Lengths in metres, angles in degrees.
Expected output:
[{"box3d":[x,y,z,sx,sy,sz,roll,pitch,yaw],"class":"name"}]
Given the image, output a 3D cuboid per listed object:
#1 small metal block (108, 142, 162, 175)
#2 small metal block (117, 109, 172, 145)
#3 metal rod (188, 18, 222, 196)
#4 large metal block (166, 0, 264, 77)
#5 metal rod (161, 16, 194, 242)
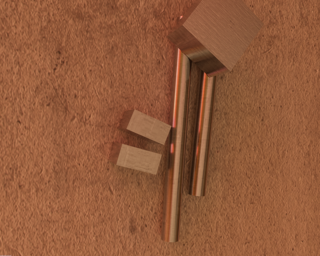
[{"box3d":[-0.032,0.037,0.385,0.050,0.050,0.025,17,84,-20],"class":"small metal block"},{"box3d":[-0.021,-0.001,0.389,0.050,0.050,0.025,24,82,-19],"class":"small metal block"},{"box3d":[0.066,-0.056,0.434,0.025,0.025,0.298,7,88,-20],"class":"metal rod"},{"box3d":[0.070,-0.124,0.395,0.080,0.050,0.080,40,77,-16],"class":"large metal block"},{"box3d":[0.024,0.000,0.419,0.025,0.025,0.298,5,88,-20],"class":"metal rod"}]
